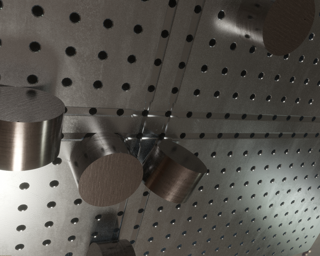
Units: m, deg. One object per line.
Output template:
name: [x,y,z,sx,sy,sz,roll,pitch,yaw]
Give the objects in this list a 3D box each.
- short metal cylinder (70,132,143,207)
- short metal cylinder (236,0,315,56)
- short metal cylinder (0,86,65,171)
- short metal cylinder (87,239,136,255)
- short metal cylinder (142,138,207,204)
short metal cylinder: [-0.068,0.052,0.391,0.081,0.050,0.079,-14,125,-21]
short metal cylinder: [0.145,-0.138,0.391,0.081,0.050,0.079,-14,125,-21]
short metal cylinder: [-0.137,-0.002,0.300,0.081,0.080,0.050,0,118,-29]
short metal cylinder: [-0.075,0.213,0.468,0.050,0.080,0.079,6,116,-31]
short metal cylinder: [0.017,0.057,0.422,0.080,0.080,0.050,21,107,-36]
